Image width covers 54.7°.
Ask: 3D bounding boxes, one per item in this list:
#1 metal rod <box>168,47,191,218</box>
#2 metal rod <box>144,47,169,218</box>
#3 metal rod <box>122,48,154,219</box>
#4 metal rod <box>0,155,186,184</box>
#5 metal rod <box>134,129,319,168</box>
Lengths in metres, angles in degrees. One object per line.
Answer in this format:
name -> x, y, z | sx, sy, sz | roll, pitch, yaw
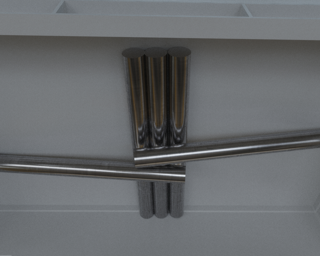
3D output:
metal rod -> 0.025, 0.030, 0.434 | 0.025, 0.025, 0.298 | -1, 130, 0
metal rod -> -0.001, 0.031, 0.434 | 0.025, 0.025, 0.298 | -1, 130, 0
metal rod -> -0.026, 0.031, 0.434 | 0.025, 0.025, 0.298 | -1, 130, 0
metal rod -> -0.116, 0.056, 0.432 | 0.302, 0.025, 0.025 | 3, 130, 5
metal rod -> 0.117, 0.024, 0.407 | 0.302, 0.025, 0.025 | -6, 130, -4
